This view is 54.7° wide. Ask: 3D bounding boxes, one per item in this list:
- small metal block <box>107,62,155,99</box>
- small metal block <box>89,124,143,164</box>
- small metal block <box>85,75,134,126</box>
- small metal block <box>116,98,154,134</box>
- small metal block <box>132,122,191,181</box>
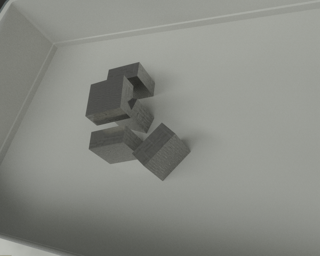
[{"bbox_3d":[-0.042,-0.066,0.452,0.050,0.050,0.025,-9,58,23],"label":"small metal block"},{"bbox_3d":[-0.056,0.023,0.405,0.050,0.050,0.025,-12,57,22],"label":"small metal block"},{"bbox_3d":[-0.064,-0.035,0.397,0.050,0.025,0.050,-12,57,21],"label":"small metal block"},{"bbox_3d":[-0.044,-0.019,0.425,0.050,0.050,0.025,13,69,33],"label":"small metal block"},{"bbox_3d":[0.003,0.029,0.370,0.050,0.050,0.025,-46,51,-4],"label":"small metal block"}]
